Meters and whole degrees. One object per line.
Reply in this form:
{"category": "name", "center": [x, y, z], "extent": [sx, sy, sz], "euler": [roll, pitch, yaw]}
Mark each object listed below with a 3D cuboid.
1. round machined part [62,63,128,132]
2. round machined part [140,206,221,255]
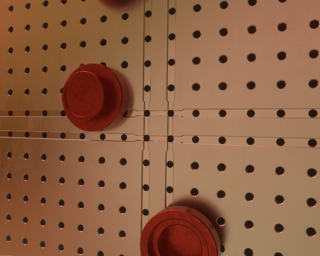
{"category": "round machined part", "center": [-0.098, -0.044, 0.439], "extent": [0.098, 0.042, 0.097], "euler": [0, 90, 20]}
{"category": "round machined part", "center": [0.028, 0.148, 0.394], "extent": [0.098, 0.042, 0.097], "euler": [0, 90, 20]}
